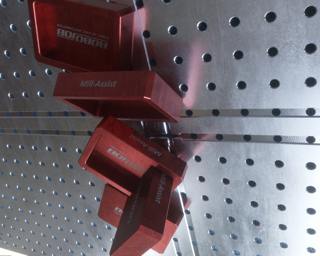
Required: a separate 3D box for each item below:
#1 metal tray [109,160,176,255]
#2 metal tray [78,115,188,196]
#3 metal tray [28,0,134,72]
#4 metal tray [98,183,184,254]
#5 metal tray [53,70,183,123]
[{"bbox_3d":[-0.020,0.101,0.413,0.030,0.130,0.089,29,130,-11],"label":"metal tray"},{"bbox_3d":[-0.039,0.050,0.430,0.130,0.030,0.089,33,130,-4],"label":"metal tray"},{"bbox_3d":[-0.099,-0.114,0.387,0.130,0.030,0.089,18,126,17],"label":"metal tray"},{"bbox_3d":[-0.035,0.143,0.513,0.130,0.030,0.089,27,128,10],"label":"metal tray"},{"bbox_3d":[-0.049,-0.036,0.374,0.130,0.090,0.030,4,76,26],"label":"metal tray"}]
